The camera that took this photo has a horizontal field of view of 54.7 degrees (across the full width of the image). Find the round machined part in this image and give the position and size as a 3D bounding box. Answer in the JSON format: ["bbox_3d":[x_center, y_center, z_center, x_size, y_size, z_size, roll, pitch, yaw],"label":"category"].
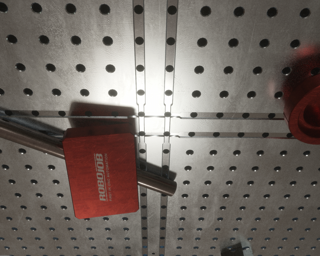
[{"bbox_3d":[0.201,-0.029,0.379,0.099,0.042,0.097,-1,130,0],"label":"round machined part"}]

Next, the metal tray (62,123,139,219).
[{"bbox_3d":[-0.078,0.061,0.428,0.091,0.030,0.129,-5,115,-8],"label":"metal tray"}]

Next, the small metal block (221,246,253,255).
[{"bbox_3d":[0.164,0.277,0.650,0.050,0.025,0.050,-31,124,23],"label":"small metal block"}]

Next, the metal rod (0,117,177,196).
[{"bbox_3d":[-0.111,0.041,0.445,0.302,0.025,0.025,23,126,-19],"label":"metal rod"}]
